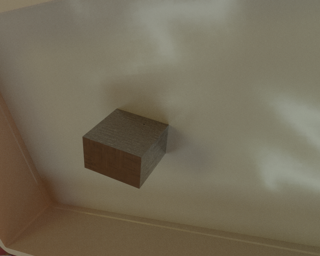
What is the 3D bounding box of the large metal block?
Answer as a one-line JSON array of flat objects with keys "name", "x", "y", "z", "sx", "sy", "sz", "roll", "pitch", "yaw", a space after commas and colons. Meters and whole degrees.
[{"name": "large metal block", "x": -0.043, "y": 0.023, "z": 0.409, "sx": 0.080, "sy": 0.080, "sz": 0.050, "roll": 18, "pitch": 125, "yaw": 17}]
